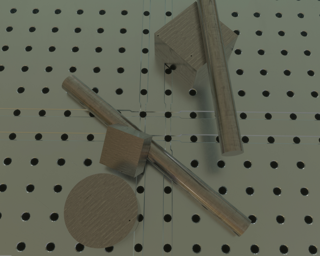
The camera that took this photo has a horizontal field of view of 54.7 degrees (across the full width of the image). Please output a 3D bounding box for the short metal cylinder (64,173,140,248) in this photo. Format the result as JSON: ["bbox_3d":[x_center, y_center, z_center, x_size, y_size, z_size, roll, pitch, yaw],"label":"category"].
[{"bbox_3d":[-0.065,0.097,0.362,0.081,0.050,0.080,0,70,-1],"label":"short metal cylinder"}]

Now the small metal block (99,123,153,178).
[{"bbox_3d":[-0.042,0.027,0.384,0.050,0.025,0.050,20,105,18],"label":"small metal block"}]

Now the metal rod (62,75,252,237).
[{"bbox_3d":[-0.013,0.028,0.401,0.300,0.025,0.025,39,74,12],"label":"metal rod"}]

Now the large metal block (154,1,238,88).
[{"bbox_3d":[0.049,-0.118,0.442,0.080,0.050,0.080,-42,76,-14],"label":"large metal block"}]

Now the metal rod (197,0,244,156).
[{"bbox_3d":[0.069,-0.111,0.400,0.025,0.025,0.299,-5,70,-2],"label":"metal rod"}]
